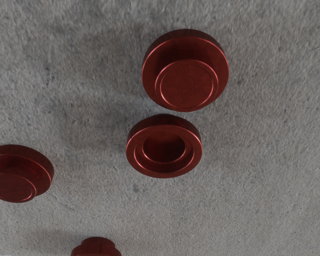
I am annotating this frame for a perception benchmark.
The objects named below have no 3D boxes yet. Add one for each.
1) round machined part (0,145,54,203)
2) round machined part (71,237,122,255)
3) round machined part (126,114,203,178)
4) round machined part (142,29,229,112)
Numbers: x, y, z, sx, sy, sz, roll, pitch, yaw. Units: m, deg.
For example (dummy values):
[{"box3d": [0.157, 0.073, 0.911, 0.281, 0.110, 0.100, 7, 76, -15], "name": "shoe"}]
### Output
[{"box3d": [-0.211, 0.074, 0.456, 0.099, 0.042, 0.097, -1, 130, 0], "name": "round machined part"}, {"box3d": [-0.124, 0.250, 0.607, 0.099, 0.042, 0.097, -1, 130, 0], "name": "round machined part"}, {"box3d": [0.005, 0.020, 0.413, 0.099, 0.042, 0.097, -1, 130, 0], "name": "round machined part"}, {"box3d": [0.029, -0.056, 0.349, 0.099, 0.042, 0.097, -1, 130, 0], "name": "round machined part"}]
